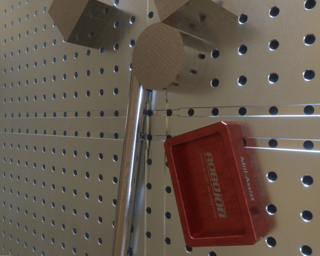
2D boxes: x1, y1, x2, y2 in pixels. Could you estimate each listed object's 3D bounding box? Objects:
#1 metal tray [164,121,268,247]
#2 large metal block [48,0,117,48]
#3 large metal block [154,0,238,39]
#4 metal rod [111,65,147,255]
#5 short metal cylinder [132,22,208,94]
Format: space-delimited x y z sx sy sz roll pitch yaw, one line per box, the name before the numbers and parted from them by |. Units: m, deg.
metal tray | 0.059 0.065 0.356 0.090 0.030 0.129 -20 77 38
large metal block | -0.127 -0.190 0.498 0.080 0.050 0.080 -49 61 29
large metal block | 0.034 -0.156 0.346 0.050 0.081 0.080 -26 74 37
metal rod | -0.042 0.039 0.444 0.025 0.025 0.298 12 97 39
short metal cylinder | 0.012 -0.084 0.384 0.080 0.050 0.080 0 90 40
